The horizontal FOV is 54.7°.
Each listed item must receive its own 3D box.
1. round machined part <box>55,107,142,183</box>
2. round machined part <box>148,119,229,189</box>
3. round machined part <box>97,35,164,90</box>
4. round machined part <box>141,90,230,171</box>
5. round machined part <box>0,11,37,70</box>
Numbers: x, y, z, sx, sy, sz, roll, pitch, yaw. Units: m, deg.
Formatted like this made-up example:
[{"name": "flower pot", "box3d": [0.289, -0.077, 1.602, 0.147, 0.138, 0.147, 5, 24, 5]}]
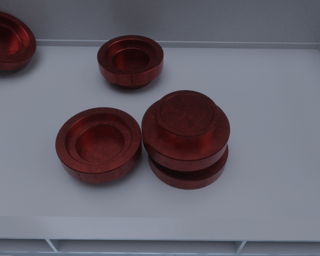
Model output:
[{"name": "round machined part", "box3d": [-0.070, 0.024, 0.373, 0.099, 0.042, 0.098, 0, 50, 0]}, {"name": "round machined part", "box3d": [0.034, 0.021, 0.377, 0.099, 0.042, 0.098, 0, 50, 0]}, {"name": "round machined part", "box3d": [-0.044, -0.097, 0.475, 0.099, 0.042, 0.098, 0, 50, 0]}, {"name": "round machined part", "box3d": [0.028, -0.004, 0.344, 0.099, 0.042, 0.098, 0, 50, 0]}, {"name": "round machined part", "box3d": [-0.249, -0.130, 0.480, 0.099, 0.042, 0.098, 21, 52, -29]}]
